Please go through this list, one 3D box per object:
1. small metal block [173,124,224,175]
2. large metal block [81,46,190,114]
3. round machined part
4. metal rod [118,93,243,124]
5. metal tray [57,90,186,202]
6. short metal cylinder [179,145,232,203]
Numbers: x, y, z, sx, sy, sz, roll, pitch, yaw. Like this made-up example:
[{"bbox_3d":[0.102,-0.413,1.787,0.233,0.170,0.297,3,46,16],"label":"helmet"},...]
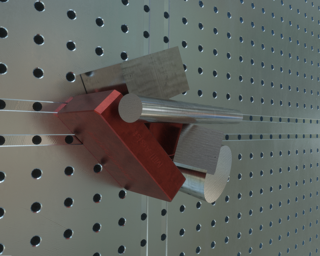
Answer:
[{"bbox_3d":[0.047,0.025,0.378,0.025,0.050,0.050,74,31,-73],"label":"small metal block"},{"bbox_3d":[-0.028,-0.052,0.349,0.081,0.080,0.050,-27,107,-37],"label":"large metal block"},{"bbox_3d":[-0.001,0.006,0.403,0.099,0.042,0.097,0,90,-40],"label":"round machined part"},{"bbox_3d":[0.051,-0.018,0.392,0.302,0.025,0.025,-1,91,-60],"label":"metal rod"},{"bbox_3d":[-0.041,0.021,0.333,0.030,0.090,0.130,-51,121,-28],"label":"metal tray"},{"bbox_3d":[0.059,0.057,0.429,0.081,0.050,0.079,-26,123,-48],"label":"short metal cylinder"}]
